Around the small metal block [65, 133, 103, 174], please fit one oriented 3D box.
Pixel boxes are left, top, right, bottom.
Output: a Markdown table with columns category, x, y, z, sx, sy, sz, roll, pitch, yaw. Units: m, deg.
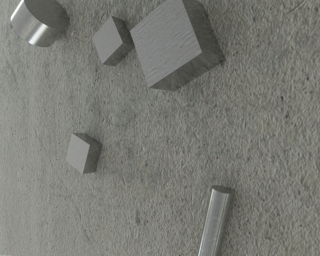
| category | x | y | z | sx | sy | sz | roll | pitch | yaw |
| --- | --- | --- | --- | --- | --- | --- | --- | --- | --- |
| small metal block | -0.124 | 0.040 | 0.505 | 0.050 | 0.025 | 0.050 | 27 | 107 | 36 |

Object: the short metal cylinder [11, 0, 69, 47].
| category | x | y | z | sx | sy | sz | roll | pitch | yaw |
| --- | --- | --- | --- | --- | --- | --- | --- | --- | --- |
| short metal cylinder | -0.207 | -0.188 | 0.536 | 0.050 | 0.081 | 0.080 | -34 | 69 | 34 |

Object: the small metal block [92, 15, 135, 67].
| category | x | y | z | sx | sy | sz | roll | pitch | yaw |
| --- | --- | --- | --- | --- | --- | --- | --- | --- | --- |
| small metal block | -0.070 | -0.128 | 0.460 | 0.050 | 0.025 | 0.050 | -35 | 68 | 34 |

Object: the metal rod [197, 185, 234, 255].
| category | x | y | z | sx | sy | sz | roll | pitch | yaw |
| --- | --- | --- | --- | --- | --- | --- | --- | --- | --- |
| metal rod | 0.043 | 0.213 | 0.367 | 0.025 | 0.025 | 0.298 | 17 | 101 | 38 |

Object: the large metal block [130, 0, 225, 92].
| category | x | y | z | sx | sy | sz | roll | pitch | yaw |
| --- | --- | --- | --- | --- | --- | --- | --- | --- | --- |
| large metal block | 0.019 | -0.099 | 0.371 | 0.080 | 0.050 | 0.080 | -28 | 73 | 36 |
